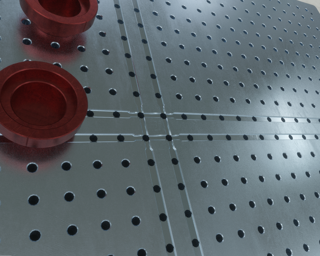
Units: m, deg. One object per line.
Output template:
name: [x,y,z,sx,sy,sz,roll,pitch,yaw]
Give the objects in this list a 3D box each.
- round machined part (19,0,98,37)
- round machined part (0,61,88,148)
round machined part: [-0.139,-0.164,0.424,0.099,0.042,0.098,14,56,-21]
round machined part: [-0.133,-0.022,0.340,0.099,0.042,0.098,14,56,-21]
